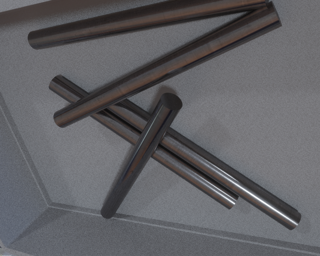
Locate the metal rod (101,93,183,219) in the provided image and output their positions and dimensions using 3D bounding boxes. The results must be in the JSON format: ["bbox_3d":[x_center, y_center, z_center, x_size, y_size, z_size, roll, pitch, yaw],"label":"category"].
[{"bbox_3d":[-0.040,0.060,0.438,0.025,0.025,0.298,35,137,4],"label":"metal rod"}]

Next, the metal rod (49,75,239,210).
[{"bbox_3d":[-0.026,0.017,0.430,0.301,0.025,0.025,33,129,5],"label":"metal rod"}]

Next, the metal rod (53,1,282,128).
[{"bbox_3d":[-0.015,-0.059,0.358,0.300,0.025,0.025,-21,108,29],"label":"metal rod"}]

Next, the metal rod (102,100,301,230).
[{"bbox_3d":[0.045,0.036,0.405,0.301,0.025,0.025,33,129,5],"label":"metal rod"}]

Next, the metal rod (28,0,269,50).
[{"bbox_3d":[-0.036,-0.121,0.351,0.300,0.025,0.025,-1,118,28],"label":"metal rod"}]
